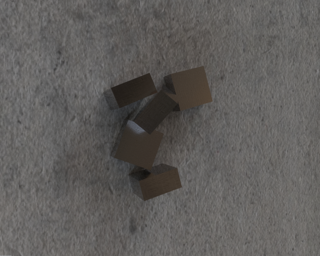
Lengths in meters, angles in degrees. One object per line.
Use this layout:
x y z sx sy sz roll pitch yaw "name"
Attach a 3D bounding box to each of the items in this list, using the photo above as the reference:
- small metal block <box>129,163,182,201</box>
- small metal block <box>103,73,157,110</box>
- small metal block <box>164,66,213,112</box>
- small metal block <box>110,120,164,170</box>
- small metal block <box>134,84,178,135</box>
-0.007 0.067 0.394 0.050 0.050 0.025 -16 96 -20 "small metal block"
-0.038 -0.044 0.382 0.050 0.050 0.025 -25 99 -19 "small metal block"
0.039 -0.053 0.424 0.050 0.025 0.050 -17 96 -20 "small metal block"
-0.030 0.022 0.399 0.050 0.025 0.050 22 83 -19 "small metal block"
-0.004 -0.025 0.385 0.025 0.050 0.050 40 104 -8 "small metal block"
